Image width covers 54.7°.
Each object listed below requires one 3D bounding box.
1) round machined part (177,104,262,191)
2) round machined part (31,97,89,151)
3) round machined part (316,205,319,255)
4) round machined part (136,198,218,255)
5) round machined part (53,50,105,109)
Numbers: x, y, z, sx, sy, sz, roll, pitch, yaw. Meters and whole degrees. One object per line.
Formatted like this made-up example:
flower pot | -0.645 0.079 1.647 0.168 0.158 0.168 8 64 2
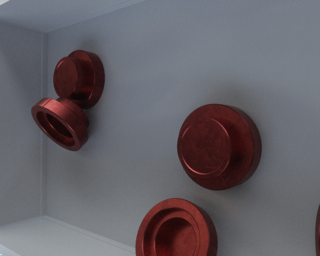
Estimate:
round machined part | 0.058 0.021 0.348 0.098 0.042 0.097 0 90 40
round machined part | -0.155 -0.011 0.502 0.098 0.042 0.097 24 145 19
round machined part | 0.158 0.100 0.238 0.042 0.098 0.097 1 91 10
round machined part | 0.023 0.135 0.361 0.098 0.042 0.098 -19 54 29
round machined part | -0.139 -0.080 0.511 0.098 0.042 0.097 0 90 40
